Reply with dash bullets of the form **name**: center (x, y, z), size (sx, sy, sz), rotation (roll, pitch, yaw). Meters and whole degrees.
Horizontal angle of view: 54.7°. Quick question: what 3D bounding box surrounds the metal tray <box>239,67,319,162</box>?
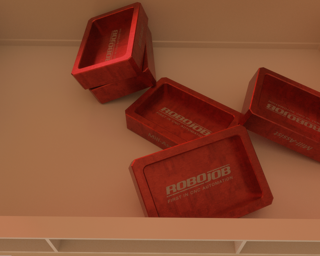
- **metal tray**: center (0.174, -0.017, 0.397), size (0.131, 0.030, 0.090), rotation (24, 53, 1)

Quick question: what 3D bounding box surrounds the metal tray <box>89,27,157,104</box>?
- **metal tray**: center (-0.057, -0.104, 0.468), size (0.090, 0.030, 0.130), rotation (-17, 49, 14)

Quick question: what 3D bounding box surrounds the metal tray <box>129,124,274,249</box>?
- **metal tray**: center (0.043, 0.058, 0.327), size (0.131, 0.030, 0.090), rotation (-18, 82, -15)

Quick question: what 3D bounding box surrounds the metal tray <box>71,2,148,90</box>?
- **metal tray**: center (-0.068, -0.120, 0.443), size (0.090, 0.030, 0.130), rotation (-11, 51, 19)

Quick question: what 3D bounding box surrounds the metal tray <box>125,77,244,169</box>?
- **metal tray**: center (0.031, -0.009, 0.409), size (0.130, 0.030, 0.090), rotation (29, 56, 22)
